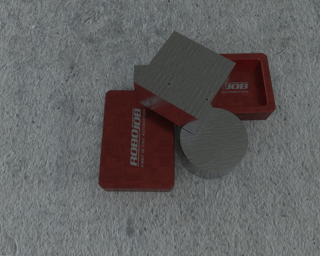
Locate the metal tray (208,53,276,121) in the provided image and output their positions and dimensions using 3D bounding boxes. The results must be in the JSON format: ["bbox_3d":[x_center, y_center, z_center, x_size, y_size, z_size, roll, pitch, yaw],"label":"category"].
[{"bbox_3d":[0.084,-0.056,0.428,0.131,0.030,0.090,-1,70,-1],"label":"metal tray"}]

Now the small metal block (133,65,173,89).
[{"bbox_3d":[-0.008,-0.061,0.418,0.050,0.050,0.025,1,70,0],"label":"small metal block"}]

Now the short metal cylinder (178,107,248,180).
[{"bbox_3d":[0.064,0.021,0.389,0.080,0.050,0.080,0,70,0],"label":"short metal cylinder"}]

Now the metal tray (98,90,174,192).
[{"bbox_3d":[-0.027,0.016,0.402,0.091,0.030,0.130,1,70,0],"label":"metal tray"}]

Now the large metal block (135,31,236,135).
[{"bbox_3d":[0.029,-0.052,0.361,0.080,0.050,0.080,31,73,10],"label":"large metal block"}]
